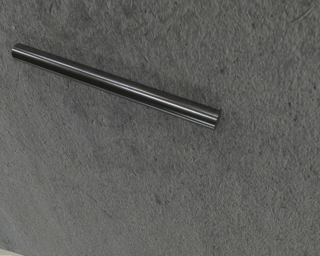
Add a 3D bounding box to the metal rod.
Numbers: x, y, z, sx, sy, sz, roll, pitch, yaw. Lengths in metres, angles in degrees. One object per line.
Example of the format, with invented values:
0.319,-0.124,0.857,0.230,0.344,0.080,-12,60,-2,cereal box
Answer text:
-0.068,-0.059,0.405,0.301,0.025,0.025,20,126,16,metal rod
